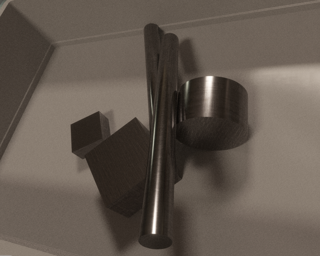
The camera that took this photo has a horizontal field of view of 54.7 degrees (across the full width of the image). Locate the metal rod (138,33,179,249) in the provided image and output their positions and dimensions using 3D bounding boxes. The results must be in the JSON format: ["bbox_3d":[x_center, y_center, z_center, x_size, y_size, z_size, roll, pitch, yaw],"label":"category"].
[{"bbox_3d":[0.005,-0.021,0.335,0.025,0.025,0.300,-16,41,19],"label":"metal rod"}]

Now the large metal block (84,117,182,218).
[{"bbox_3d":[-0.034,0.048,0.377,0.080,0.050,0.080,-37,51,3],"label":"large metal block"}]

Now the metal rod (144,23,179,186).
[{"bbox_3d":[-0.004,-0.056,0.406,0.025,0.025,0.300,-21,43,15],"label":"metal rod"}]

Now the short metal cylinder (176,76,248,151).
[{"bbox_3d":[0.057,-0.014,0.348,0.080,0.080,0.050,-6,59,25],"label":"short metal cylinder"}]

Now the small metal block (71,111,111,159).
[{"bbox_3d":[-0.100,0.010,0.450,0.050,0.025,0.050,-24,53,13],"label":"small metal block"}]
